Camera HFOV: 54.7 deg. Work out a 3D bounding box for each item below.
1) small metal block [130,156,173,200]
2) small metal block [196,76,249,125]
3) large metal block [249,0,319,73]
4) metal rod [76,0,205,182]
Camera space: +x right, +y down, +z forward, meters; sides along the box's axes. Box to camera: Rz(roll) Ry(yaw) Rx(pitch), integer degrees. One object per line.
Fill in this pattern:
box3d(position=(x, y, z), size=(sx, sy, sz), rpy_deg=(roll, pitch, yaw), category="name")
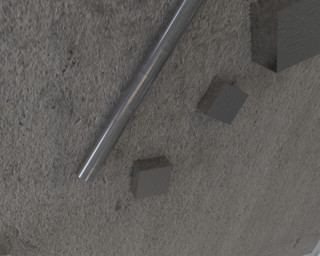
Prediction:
box3d(position=(-0.013, 0.071, 0.444), size=(0.050, 0.025, 0.050), rpy_deg=(-7, 122, -25), category="small metal block")
box3d(position=(0.087, -0.038, 0.432), size=(0.050, 0.025, 0.050), rpy_deg=(19, 108, -36), category="small metal block")
box3d(position=(0.167, -0.129, 0.402), size=(0.080, 0.050, 0.080), rpy_deg=(-25, 128, -13), category="large metal block")
box3d(position=(-0.016, -0.063, 0.359), size=(0.025, 0.025, 0.299), rpy_deg=(23, 106, -37), category="metal rod")
